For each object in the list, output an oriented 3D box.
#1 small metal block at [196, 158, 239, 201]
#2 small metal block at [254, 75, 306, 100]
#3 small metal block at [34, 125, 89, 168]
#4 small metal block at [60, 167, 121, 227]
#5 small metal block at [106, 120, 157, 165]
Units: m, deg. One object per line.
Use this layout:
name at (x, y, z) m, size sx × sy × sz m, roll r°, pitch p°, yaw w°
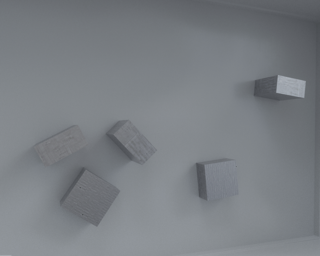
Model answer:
small metal block at (0.082, 0.072, 0.441) m, size 0.050 × 0.025 × 0.050 m, roll -6°, pitch 92°, yaw -20°
small metal block at (0.178, -0.059, 0.462) m, size 0.050 × 0.050 × 0.025 m, roll 7°, pitch 88°, yaw -20°
small metal block at (-0.114, 0.019, 0.355) m, size 0.050 × 0.050 × 0.025 m, roll -29°, pitch 100°, yaw -18°
small metal block at (-0.086, 0.084, 0.379) m, size 0.050 × 0.025 × 0.050 m, roll 36°, pitch 78°, yaw -17°
small metal block at (-0.037, 0.017, 0.384) m, size 0.025 × 0.050 × 0.050 m, roll -45°, pitch 104°, yaw -14°
